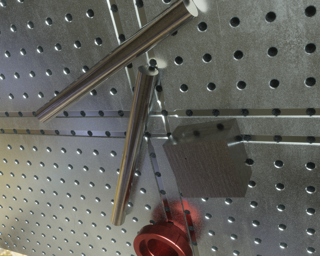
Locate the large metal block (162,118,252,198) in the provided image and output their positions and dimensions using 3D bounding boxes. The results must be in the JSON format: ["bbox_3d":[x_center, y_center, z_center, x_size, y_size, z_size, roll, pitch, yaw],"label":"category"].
[{"bbox_3d":[0.061,0.039,0.386,0.080,0.050,0.080,-8,115,31],"label":"large metal block"}]

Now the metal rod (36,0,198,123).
[{"bbox_3d":[-0.077,-0.072,0.405,0.299,0.025,0.025,-26,105,36],"label":"metal rod"}]

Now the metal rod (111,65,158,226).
[{"bbox_3d":[-0.045,0.047,0.461,0.025,0.025,0.298,24,127,13],"label":"metal rod"}]

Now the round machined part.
[{"bbox_3d":[0.009,0.196,0.516,0.098,0.042,0.097,13,124,20],"label":"round machined part"}]
